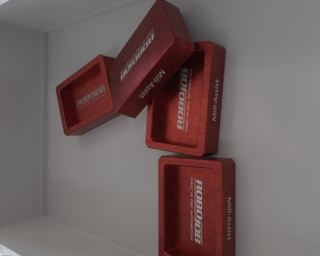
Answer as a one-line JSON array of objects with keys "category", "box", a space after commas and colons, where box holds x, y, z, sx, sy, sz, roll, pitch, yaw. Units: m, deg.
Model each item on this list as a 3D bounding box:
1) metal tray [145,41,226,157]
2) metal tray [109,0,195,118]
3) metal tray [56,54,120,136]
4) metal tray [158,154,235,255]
[{"category": "metal tray", "box": [0.029, -0.035, 0.379, 0.090, 0.030, 0.129, 7, 94, 39]}, {"category": "metal tray", "box": [-0.018, -0.086, 0.393, 0.129, 0.030, 0.090, -46, 42, 34]}, {"category": "metal tray", "box": [-0.113, -0.048, 0.496, 0.130, 0.030, 0.090, -23, 75, 37]}, {"category": "metal tray", "box": [0.042, 0.099, 0.369, 0.090, 0.030, 0.129, 0, 90, 40]}]
